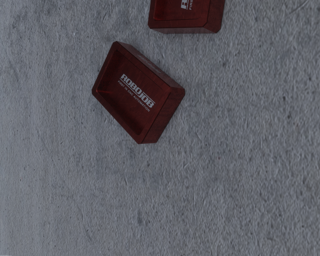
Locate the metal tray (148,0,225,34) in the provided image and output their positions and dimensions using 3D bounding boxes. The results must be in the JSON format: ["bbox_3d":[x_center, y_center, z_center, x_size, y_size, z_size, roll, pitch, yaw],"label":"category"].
[{"bbox_3d":[0.036,-0.182,0.372,0.090,0.030,0.129,14,99,39],"label":"metal tray"}]

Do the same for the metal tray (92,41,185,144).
[{"bbox_3d":[-0.036,-0.050,0.431,0.130,0.030,0.089,44,117,31],"label":"metal tray"}]
